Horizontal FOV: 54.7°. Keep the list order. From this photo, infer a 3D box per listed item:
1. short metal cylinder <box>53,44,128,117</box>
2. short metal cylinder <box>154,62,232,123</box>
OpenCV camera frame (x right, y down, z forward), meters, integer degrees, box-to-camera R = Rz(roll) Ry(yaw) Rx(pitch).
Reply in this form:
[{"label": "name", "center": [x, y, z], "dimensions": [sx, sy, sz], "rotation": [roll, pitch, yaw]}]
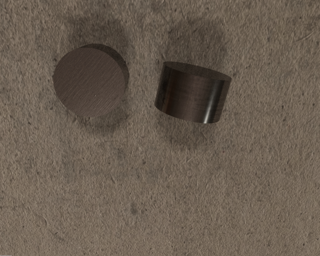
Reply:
[{"label": "short metal cylinder", "center": [-0.080, -0.059, 0.374], "dimensions": [0.081, 0.050, 0.079], "rotation": [0, 110, -1]}, {"label": "short metal cylinder", "center": [0.038, -0.044, 0.365], "dimensions": [0.081, 0.080, 0.050], "rotation": [11, 110, -5]}]
